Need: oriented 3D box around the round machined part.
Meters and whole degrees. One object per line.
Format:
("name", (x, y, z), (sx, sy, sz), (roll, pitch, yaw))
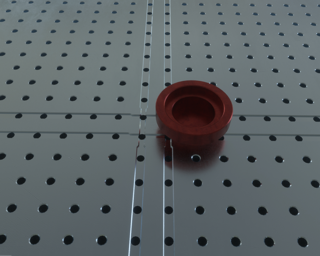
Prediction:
("round machined part", (0.044, -0.015, 0.410), (0.099, 0.042, 0.098), (0, 50, 0))
